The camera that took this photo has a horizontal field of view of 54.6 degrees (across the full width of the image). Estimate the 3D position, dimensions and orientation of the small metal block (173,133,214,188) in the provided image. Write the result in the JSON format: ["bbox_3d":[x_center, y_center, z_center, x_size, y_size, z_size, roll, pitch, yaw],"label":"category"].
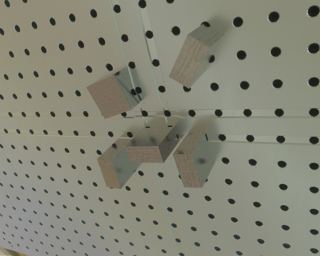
[{"bbox_3d":[0.044,0.041,0.397,0.025,0.050,0.050,-5,116,31],"label":"small metal block"}]

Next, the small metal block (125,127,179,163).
[{"bbox_3d":[-0.010,0.022,0.415,0.050,0.050,0.025,-2,117,29],"label":"small metal block"}]

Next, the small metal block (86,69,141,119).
[{"bbox_3d":[-0.062,-0.045,0.417,0.050,0.025,0.050,-16,110,34],"label":"small metal block"}]

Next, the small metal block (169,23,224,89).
[{"bbox_3d":[0.039,-0.077,0.328,0.025,0.050,0.050,32,129,7],"label":"small metal block"}]

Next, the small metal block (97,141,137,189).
[{"bbox_3d":[-0.062,0.054,0.462,0.025,0.050,0.050,2,119,27],"label":"small metal block"}]
